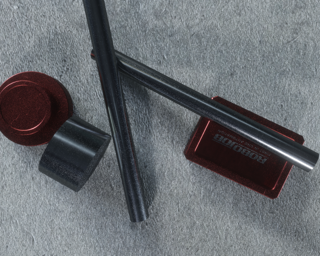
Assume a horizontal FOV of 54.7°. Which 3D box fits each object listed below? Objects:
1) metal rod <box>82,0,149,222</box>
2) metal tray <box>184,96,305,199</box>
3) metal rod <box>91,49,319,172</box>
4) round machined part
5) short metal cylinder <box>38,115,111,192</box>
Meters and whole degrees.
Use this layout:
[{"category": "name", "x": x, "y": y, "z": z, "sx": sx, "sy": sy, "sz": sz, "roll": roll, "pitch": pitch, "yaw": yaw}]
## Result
[{"category": "metal rod", "x": -0.055, "y": -0.026, "z": 0.389, "sx": 0.025, "sy": 0.025, "sz": 0.298, "roll": -11, "pitch": 98, "yaw": 0}, {"category": "metal tray", "x": 0.108, "y": 0.025, "z": 0.408, "sx": 0.131, "sy": 0.030, "sz": 0.090, "roll": 25, "pitch": 90, "yaw": 0}, {"category": "metal rod", "x": 0.046, "y": -0.031, "z": 0.382, "sx": 0.301, "sy": 0.025, "sz": 0.025, "roll": 29, "pitch": 90, "yaw": 11}, {"category": "round machined part", "x": -0.167, "y": -0.025, "z": 0.400, "sx": 0.099, "sy": 0.042, "sz": 0.097, "roll": 0, "pitch": 90, "yaw": 0}, {"category": "short metal cylinder", "x": -0.102, "y": 0.031, "z": 0.382, "sx": 0.050, "sy": 0.080, "sz": 0.080, "roll": 30, "pitch": 90, "yaw": 0}]
